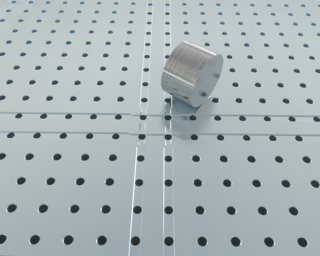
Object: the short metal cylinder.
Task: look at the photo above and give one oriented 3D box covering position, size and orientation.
[{"bbox_3d":[0.046,-0.076,0.436,0.050,0.080,0.080,31,56,23],"label":"short metal cylinder"}]
